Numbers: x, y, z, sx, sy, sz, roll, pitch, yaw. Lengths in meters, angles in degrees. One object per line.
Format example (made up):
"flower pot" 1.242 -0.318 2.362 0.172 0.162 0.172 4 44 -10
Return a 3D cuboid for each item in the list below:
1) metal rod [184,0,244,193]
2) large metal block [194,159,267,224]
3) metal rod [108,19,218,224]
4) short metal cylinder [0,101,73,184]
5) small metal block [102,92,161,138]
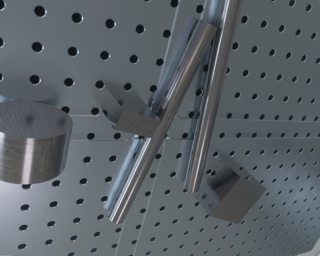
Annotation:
"metal rod" 0.069 -0.034 0.427 0.025 0.025 0.298 -7 122 -25
"large metal block" 0.120 0.110 0.529 0.080 0.050 0.080 26 104 -37
"metal rod" -0.004 0.005 0.411 0.025 0.025 0.298 13 112 -34
"short metal cylinder" -0.133 0.012 0.310 0.081 0.080 0.050 3 117 -30
"small metal block" -0.035 -0.015 0.366 0.050 0.050 0.025 15 111 -34
